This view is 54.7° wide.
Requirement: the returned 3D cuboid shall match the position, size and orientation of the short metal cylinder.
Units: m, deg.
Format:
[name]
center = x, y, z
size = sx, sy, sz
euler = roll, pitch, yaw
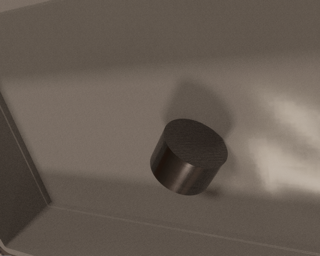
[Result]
[short metal cylinder]
center = 0.034, 0.034, 0.375
size = 0.080, 0.080, 0.050
euler = 31, 128, 8
